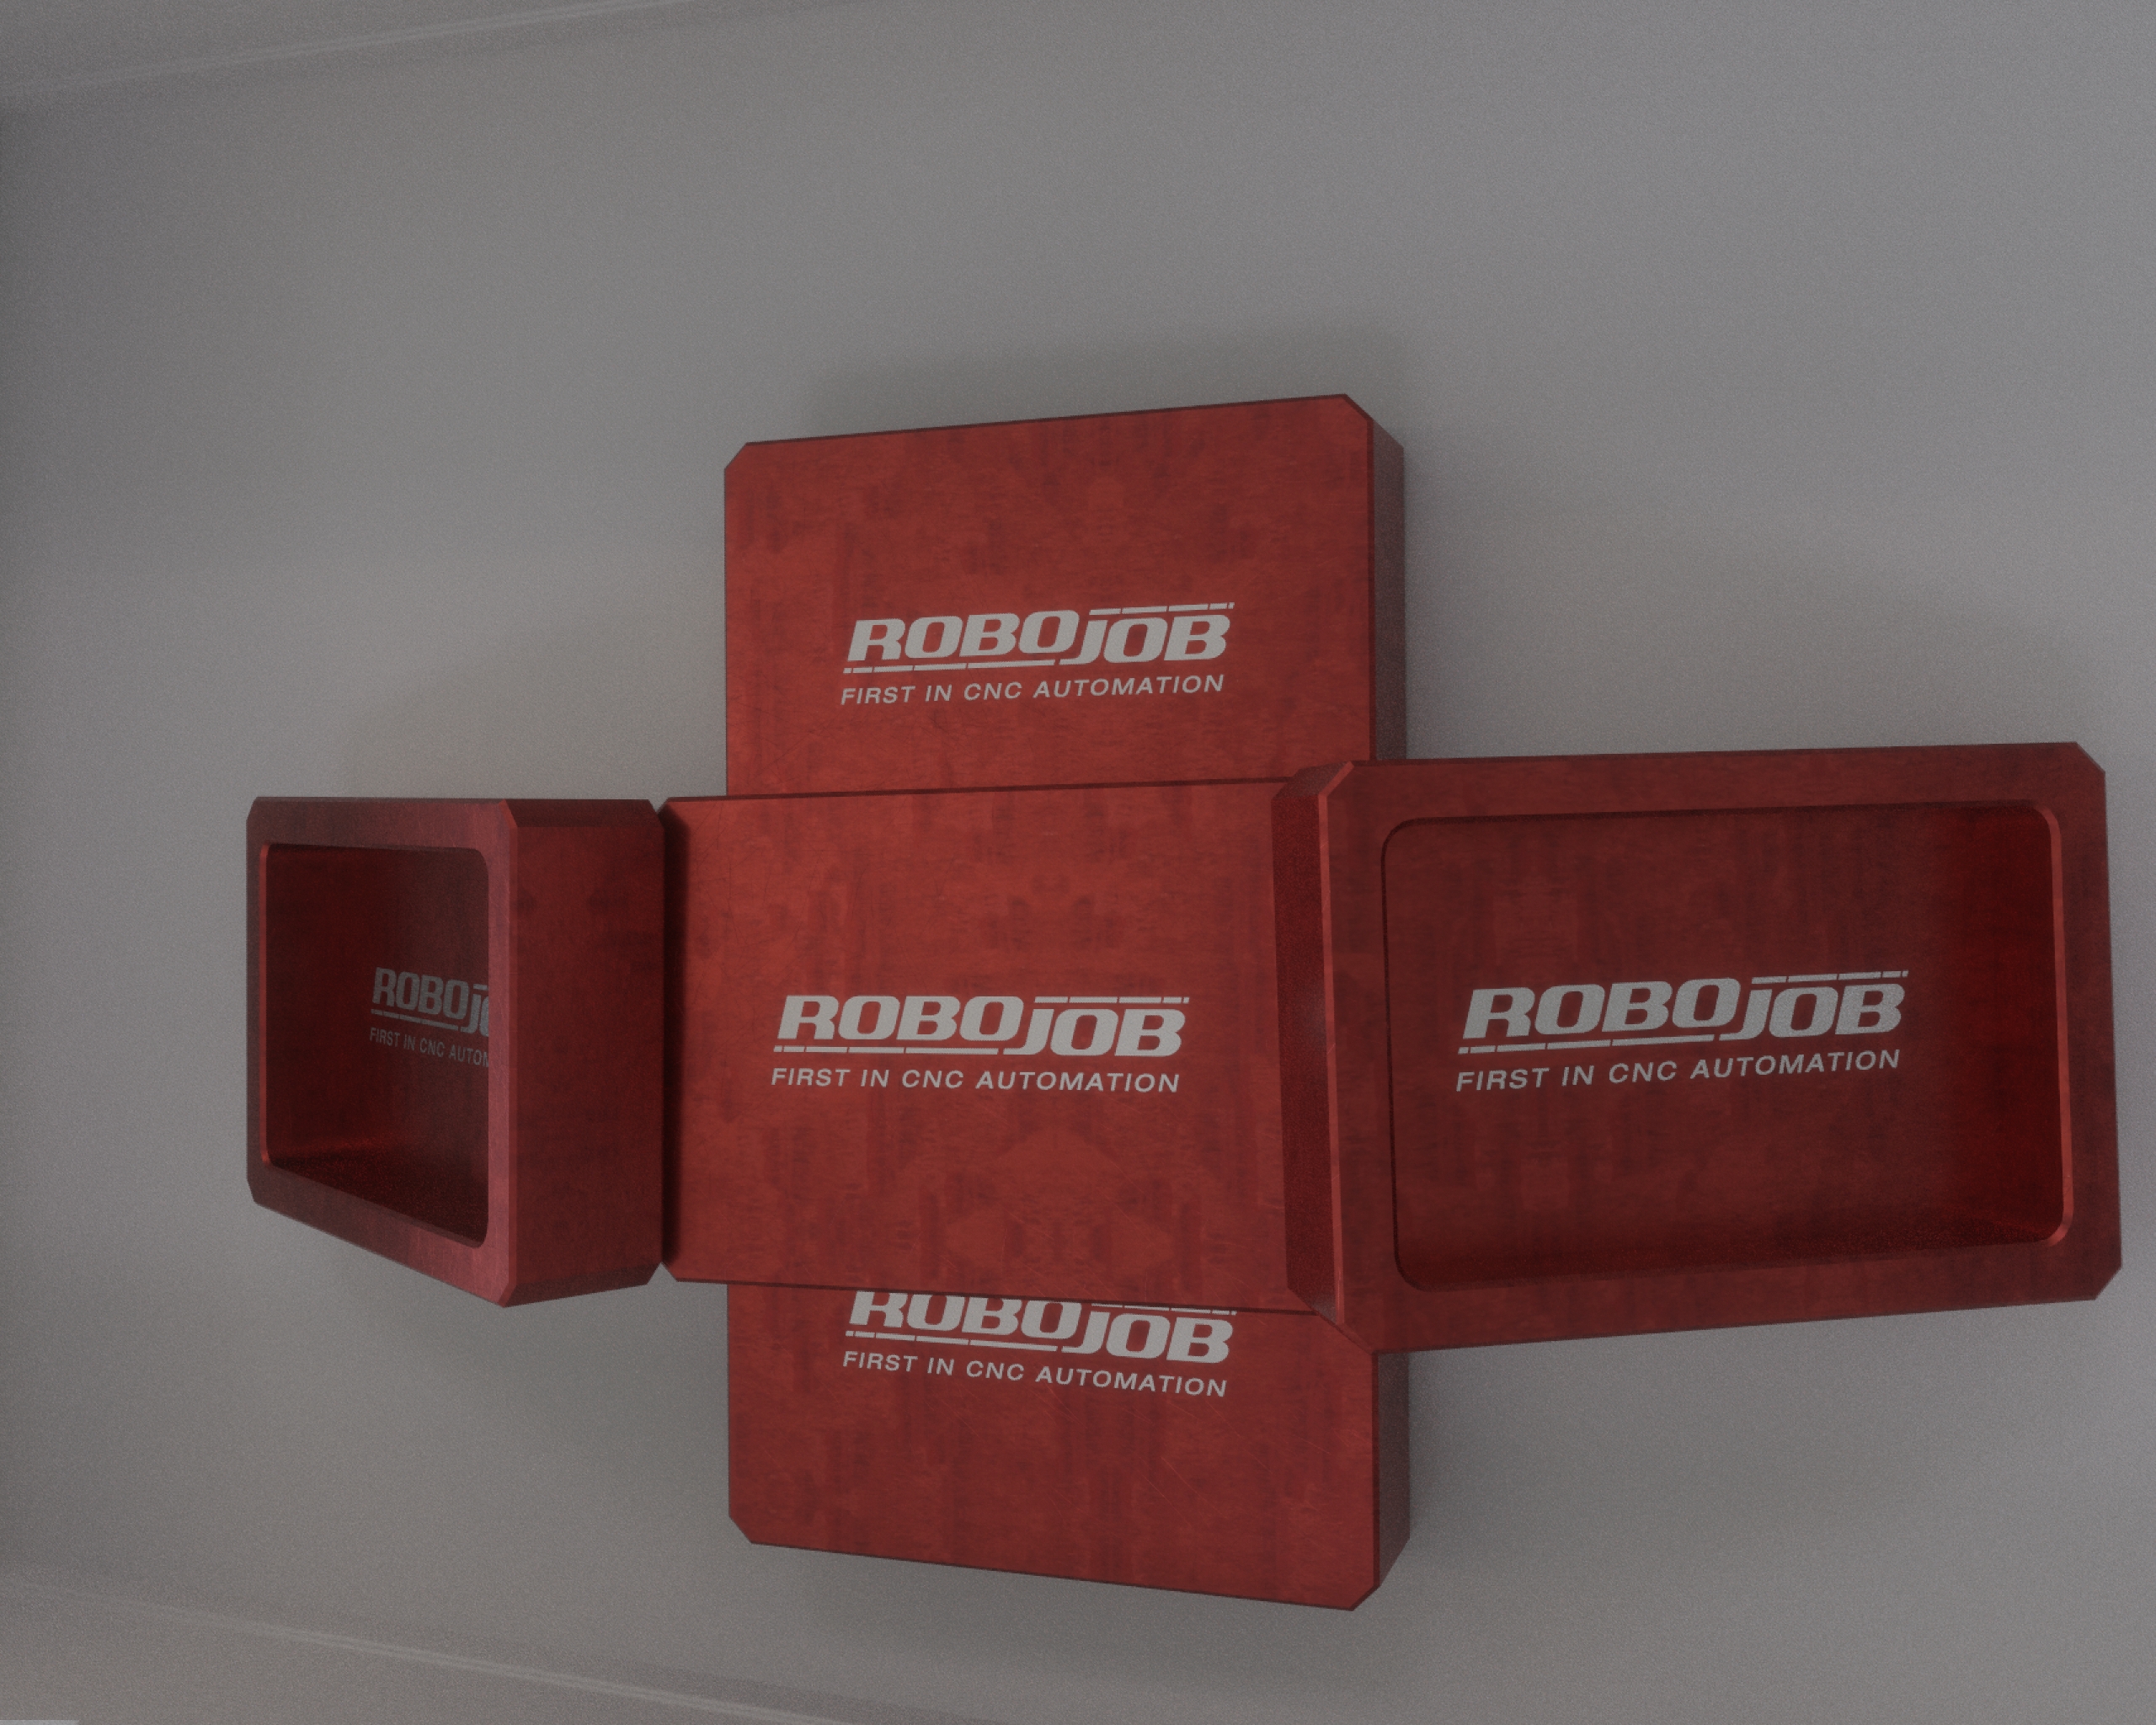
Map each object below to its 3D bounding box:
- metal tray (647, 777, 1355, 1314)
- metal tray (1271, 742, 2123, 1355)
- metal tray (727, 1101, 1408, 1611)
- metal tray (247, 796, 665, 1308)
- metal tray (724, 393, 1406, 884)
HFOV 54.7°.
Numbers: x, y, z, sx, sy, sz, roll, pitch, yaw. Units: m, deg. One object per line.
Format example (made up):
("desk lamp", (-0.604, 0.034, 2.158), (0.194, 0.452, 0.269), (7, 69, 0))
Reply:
("metal tray", (-0.013, 0.031, 0.379), (0.130, 0.030, 0.089), (-1, 90, 19))
("metal tray", (0.100, 0.027, 0.338), (0.131, 0.030, 0.089), (-2, 90, -10))
("metal tray", (-0.003, 0.090, 0.406), (0.130, 0.030, 0.089), (0, 90, 19))
("metal tray", (-0.129, 0.032, 0.419), (0.130, 0.030, 0.089), (2, 92, 49))
("metal tray", (-0.004, -0.039, 0.406), (0.130, 0.030, 0.089), (0, 90, 19))
